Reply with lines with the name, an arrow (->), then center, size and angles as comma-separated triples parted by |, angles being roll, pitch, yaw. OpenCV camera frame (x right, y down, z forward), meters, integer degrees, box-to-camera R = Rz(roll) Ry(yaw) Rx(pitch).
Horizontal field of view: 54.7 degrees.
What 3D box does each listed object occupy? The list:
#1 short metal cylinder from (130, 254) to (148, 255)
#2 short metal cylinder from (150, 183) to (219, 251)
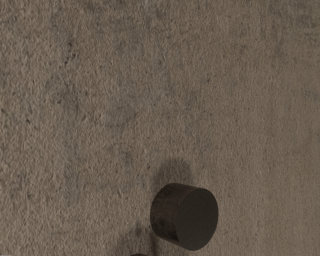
short metal cylinder -> -0.018, 0.201, 0.376 | 0.081, 0.050, 0.079 | 0, 90, -40
short metal cylinder -> 0.034, 0.118, 0.419 | 0.081, 0.050, 0.079 | 0, 90, -40
